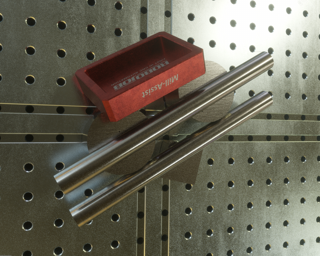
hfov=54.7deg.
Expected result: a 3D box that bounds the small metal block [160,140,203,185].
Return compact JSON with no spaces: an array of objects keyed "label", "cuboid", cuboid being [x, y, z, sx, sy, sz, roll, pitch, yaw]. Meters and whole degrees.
[{"label":"small metal block","cuboid":[0.026,0.047,0.422,0.050,0.025,0.050,16,85,-20]}]

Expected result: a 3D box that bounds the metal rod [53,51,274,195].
[{"label":"metal rod","cuboid":[0.019,-0.016,0.366,0.302,0.025,0.025,-31,101,-18]}]

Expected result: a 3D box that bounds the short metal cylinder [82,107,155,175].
[{"label":"short metal cylinder","cuboid":[-0.052,0.014,0.381,0.081,0.050,0.079,0,90,-21]}]

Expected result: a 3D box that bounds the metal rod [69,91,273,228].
[{"label":"metal rod","cuboid":[0.028,0.030,0.396,0.302,0.025,0.025,-30,100,-18]}]

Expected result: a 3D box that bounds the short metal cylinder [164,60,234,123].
[{"label":"short metal cylinder","cuboid":[0.052,-0.047,0.420,0.081,0.050,0.079,0,90,-21]}]

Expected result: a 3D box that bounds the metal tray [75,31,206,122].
[{"label":"metal tray","cuboid":[-0.023,-0.067,0.369,0.131,0.090,0.030,-30,132,-18]}]
